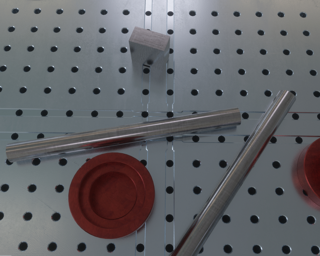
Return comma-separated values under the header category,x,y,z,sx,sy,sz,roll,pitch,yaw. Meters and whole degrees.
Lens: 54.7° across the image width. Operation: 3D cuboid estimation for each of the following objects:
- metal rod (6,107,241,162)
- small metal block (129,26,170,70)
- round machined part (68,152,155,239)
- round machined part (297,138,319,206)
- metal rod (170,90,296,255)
category,x,y,z,sx,sy,sz,roll,pitch,yaw
metal rod,-0.044,0.008,0.408,0.302,0.025,0.025,-9,70,-4
small metal block,-0.014,-0.112,0.439,0.050,0.050,0.025,18,71,6
round machined part,-0.055,0.082,0.372,0.099,0.042,0.098,0,70,0
round machined part,0.229,0.053,0.385,0.099,0.042,0.098,0,70,0
metal rod,0.087,0.070,0.386,0.025,0.025,0.300,34,73,11
